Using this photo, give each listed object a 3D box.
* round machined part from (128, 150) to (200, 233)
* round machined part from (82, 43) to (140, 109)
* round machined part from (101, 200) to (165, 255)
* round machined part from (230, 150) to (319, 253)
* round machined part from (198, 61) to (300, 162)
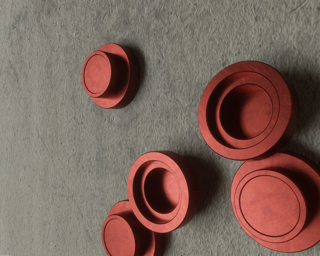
[{"bbox_3d":[0.008,0.076,0.387,0.098,0.042,0.097,0,90,40],"label":"round machined part"},{"bbox_3d":[-0.079,-0.077,0.459,0.098,0.042,0.097,0,90,40],"label":"round machined part"},{"bbox_3d":[-0.044,0.150,0.430,0.098,0.042,0.097,0,90,40],"label":"round machined part"},{"bbox_3d":[0.113,0.072,0.301,0.098,0.042,0.097,0,90,40],"label":"round machined part"},{"bbox_3d":[0.091,-0.015,0.313,0.098,0.042,0.098,-9,76,40],"label":"round machined part"}]
